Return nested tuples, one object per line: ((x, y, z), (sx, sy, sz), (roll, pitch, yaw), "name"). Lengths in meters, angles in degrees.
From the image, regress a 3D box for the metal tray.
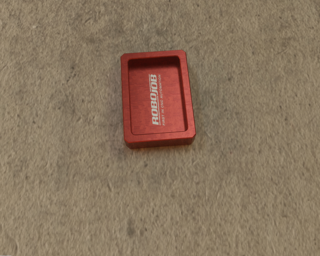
((-0.004, -0.040, 0.420), (0.091, 0.030, 0.130), (-4, 70, -2), "metal tray")
